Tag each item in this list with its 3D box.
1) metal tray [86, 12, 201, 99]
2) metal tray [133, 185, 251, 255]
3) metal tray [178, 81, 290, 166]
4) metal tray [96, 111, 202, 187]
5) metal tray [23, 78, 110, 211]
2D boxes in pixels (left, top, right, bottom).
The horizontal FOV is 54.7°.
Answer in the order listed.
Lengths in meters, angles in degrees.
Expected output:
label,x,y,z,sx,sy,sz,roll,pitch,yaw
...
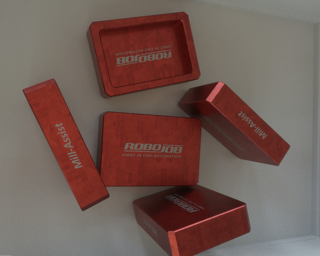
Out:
label,x,y,z,sx,sy,sz,roll,pitch,yaw
metal tray,-0.019,-0.095,0.400,0.131,0.030,0.089,-14,95,-20
metal tray,0.030,0.101,0.364,0.091,0.130,0.030,-13,95,-20
metal tray,0.095,-0.004,0.410,0.130,0.090,0.030,39,78,-16
metal tray,-0.013,0.028,0.401,0.131,0.030,0.089,4,89,-21
metal tray,-0.103,0.017,0.336,0.030,0.090,0.129,-26,99,-19
